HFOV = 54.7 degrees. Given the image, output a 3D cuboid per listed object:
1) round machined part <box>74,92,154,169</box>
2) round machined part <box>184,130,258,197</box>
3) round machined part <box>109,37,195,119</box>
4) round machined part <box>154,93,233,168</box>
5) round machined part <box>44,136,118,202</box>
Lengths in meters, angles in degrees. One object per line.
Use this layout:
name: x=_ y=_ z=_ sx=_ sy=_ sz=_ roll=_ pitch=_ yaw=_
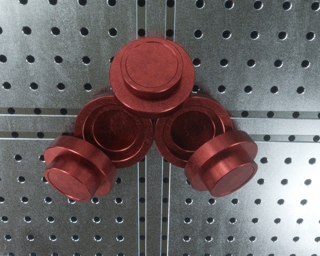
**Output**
round machined part: x=-0.057 y=0.000 z=0.403 sx=0.099 sy=0.042 sz=0.097 roll=0 pitch=110 yaw=-1
round machined part: x=0.084 y=0.052 z=0.396 sx=0.099 sy=0.042 sz=0.097 roll=-20 pitch=143 yaw=-16
round machined part: x=-0.009 y=-0.063 z=0.354 sx=0.099 sy=0.042 sz=0.098 roll=0 pitch=72 yaw=-1
round machined part: x=0.042 y=0.001 z=0.405 sx=0.099 sy=0.042 sz=0.097 roll=0 pitch=110 yaw=-1
round machined part: x=-0.108 y=0.059 z=0.400 sx=0.098 sy=0.042 sz=0.097 roll=16 pitch=139 yaw=15
